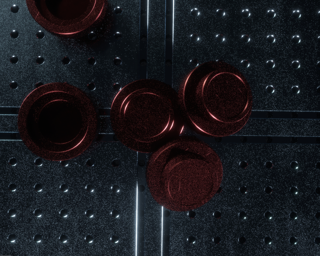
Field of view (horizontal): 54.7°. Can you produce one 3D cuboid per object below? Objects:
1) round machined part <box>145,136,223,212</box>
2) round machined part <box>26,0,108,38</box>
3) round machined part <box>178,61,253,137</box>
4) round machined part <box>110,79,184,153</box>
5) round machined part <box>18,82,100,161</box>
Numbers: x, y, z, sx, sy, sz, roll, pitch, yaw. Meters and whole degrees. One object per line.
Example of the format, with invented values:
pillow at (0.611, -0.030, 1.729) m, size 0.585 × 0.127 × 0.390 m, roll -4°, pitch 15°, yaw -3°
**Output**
round machined part at (0.033, 0.063, 0.391) m, size 0.099 × 0.042 × 0.097 m, roll -3°, pitch 106°, yaw -12°
round machined part at (-0.117, -0.165, 0.403) m, size 0.099 × 0.042 × 0.097 m, roll 0°, pitch 90°, yaw -1°
round machined part at (0.076, -0.038, 0.392) m, size 0.099 × 0.042 × 0.097 m, roll 2°, pitch 84°, yaw -18°
round machined part at (-0.016, -0.016, 0.405) m, size 0.099 × 0.042 × 0.097 m, roll 0°, pitch 90°, yaw -1°
round machined part at (-0.127, -0.008, 0.403) m, size 0.099 × 0.042 × 0.097 m, roll 0°, pitch 90°, yaw -1°
